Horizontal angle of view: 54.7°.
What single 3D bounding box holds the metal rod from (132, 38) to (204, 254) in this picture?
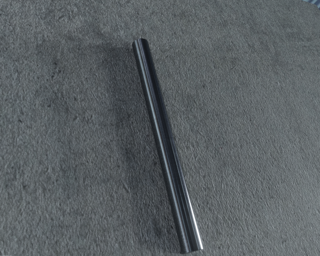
[{"bbox_3d":[0.003,0.005,0.405,0.025,0.025,0.299,0,62,-29],"label":"metal rod"}]
